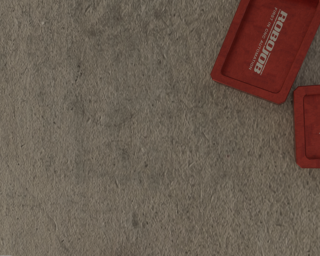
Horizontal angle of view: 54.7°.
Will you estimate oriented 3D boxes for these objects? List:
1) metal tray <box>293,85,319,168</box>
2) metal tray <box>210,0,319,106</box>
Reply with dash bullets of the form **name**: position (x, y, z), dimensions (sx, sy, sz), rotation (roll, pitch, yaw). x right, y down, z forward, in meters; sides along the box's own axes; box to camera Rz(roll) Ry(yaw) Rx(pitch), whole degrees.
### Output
- **metal tray**: position (0.214, -0.003, 0.330), dimensions (0.130, 0.030, 0.089), rotation (-2, 89, 19)
- **metal tray**: position (0.126, -0.102, 0.361), dimensions (0.090, 0.030, 0.129), rotation (24, 98, 18)
